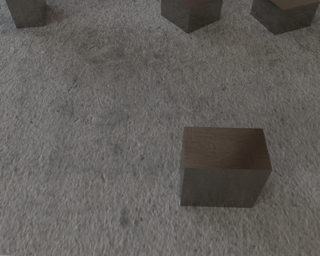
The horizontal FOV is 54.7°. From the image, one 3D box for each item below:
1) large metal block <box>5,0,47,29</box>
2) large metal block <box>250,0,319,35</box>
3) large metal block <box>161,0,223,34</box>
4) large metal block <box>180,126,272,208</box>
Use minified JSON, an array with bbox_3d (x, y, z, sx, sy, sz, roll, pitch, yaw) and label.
[{"bbox_3d":[-0.246,-0.242,0.567,0.050,0.080,0.080,-8,51,-7],"label":"large metal block"},{"bbox_3d":[0.231,-0.225,0.579,0.081,0.050,0.080,-18,52,-15],"label":"large metal block"},{"bbox_3d":[0.059,-0.231,0.582,0.081,0.050,0.080,-30,57,-23],"label":"large metal block"},{"bbox_3d":[0.064,0.044,0.331,0.081,0.080,0.050,2,50,1],"label":"large metal block"}]
